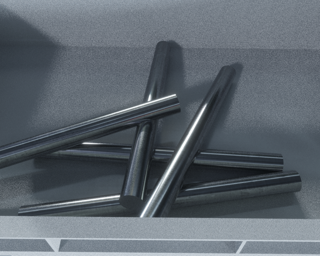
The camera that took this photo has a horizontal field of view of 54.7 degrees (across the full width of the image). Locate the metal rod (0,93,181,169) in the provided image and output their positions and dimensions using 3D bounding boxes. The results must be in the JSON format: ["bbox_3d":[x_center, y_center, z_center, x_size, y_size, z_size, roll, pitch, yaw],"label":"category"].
[{"bbox_3d":[-0.122,0.015,0.356,0.302,0.025,0.025,-18,52,-8],"label":"metal rod"}]

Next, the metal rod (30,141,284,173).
[{"bbox_3d":[-0.008,0.034,0.375,0.302,0.025,0.025,4,50,2],"label":"metal rod"}]

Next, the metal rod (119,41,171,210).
[{"bbox_3d":[-0.011,-0.031,0.406,0.025,0.025,0.300,5,44,4],"label":"metal rod"}]

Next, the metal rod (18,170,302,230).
[{"bbox_3d":[0.006,0.077,0.338,0.302,0.025,0.025,-6,51,-6],"label":"metal rod"}]

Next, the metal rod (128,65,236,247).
[{"bbox_3d":[0.044,0.006,0.373,0.025,0.025,0.301,19,45,15],"label":"metal rod"}]
